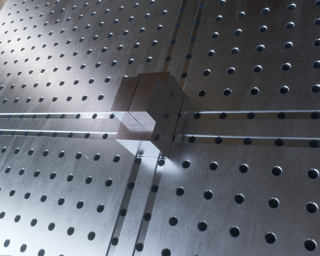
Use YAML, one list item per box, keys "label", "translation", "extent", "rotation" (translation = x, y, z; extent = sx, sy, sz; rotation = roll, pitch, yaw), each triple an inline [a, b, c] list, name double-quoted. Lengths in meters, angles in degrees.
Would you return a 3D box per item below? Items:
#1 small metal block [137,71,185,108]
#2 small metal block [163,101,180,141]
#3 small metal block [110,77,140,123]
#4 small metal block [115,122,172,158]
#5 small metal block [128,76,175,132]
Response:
- label: "small metal block"
  translation: [-0.001, -0.051, 0.424]
  extent: [0.050, 0.050, 0.025]
  rotation: [2, 63, 29]
- label: "small metal block"
  translation: [-0.005, -0.012, 0.419]
  extent: [0.050, 0.025, 0.050]
  rotation: [1, 62, 30]
- label: "small metal block"
  translation: [-0.032, -0.030, 0.396]
  extent: [0.025, 0.050, 0.050]
  rotation: [2, 63, 29]
- label: "small metal block"
  translation: [-0.020, 0.015, 0.394]
  extent: [0.050, 0.050, 0.025]
  rotation: [2, 62, 29]
- label: "small metal block"
  translation: [-0.009, -0.029, 0.383]
  extent: [0.025, 0.050, 0.050]
  rotation: [1, 62, 30]
